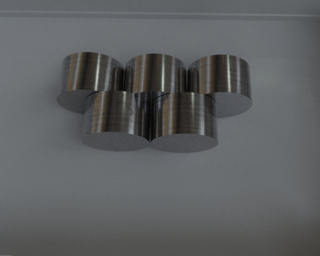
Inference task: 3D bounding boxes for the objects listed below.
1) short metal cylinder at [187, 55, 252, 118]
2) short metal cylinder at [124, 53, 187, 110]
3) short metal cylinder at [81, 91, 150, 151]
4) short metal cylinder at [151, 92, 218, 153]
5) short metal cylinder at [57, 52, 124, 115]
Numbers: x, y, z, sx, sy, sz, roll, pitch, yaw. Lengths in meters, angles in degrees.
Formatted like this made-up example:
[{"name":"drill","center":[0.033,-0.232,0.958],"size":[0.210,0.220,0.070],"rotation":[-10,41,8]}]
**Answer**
[{"name":"short metal cylinder","center":[0.075,-0.051,0.397],"size":[0.080,0.080,0.050],"rotation":[2,70,0]},{"name":"short metal cylinder","center":[-0.006,-0.052,0.397],"size":[0.080,0.080,0.050],"rotation":[1,70,0]},{"name":"short metal cylinder","center":[-0.053,-0.006,0.380],"size":[0.080,0.080,0.050],"rotation":[1,70,0]},{"name":"short metal cylinder","center":[0.029,-0.004,0.380],"size":[0.080,0.080,0.050],"rotation":[1,70,0]},{"name":"short metal cylinder","center":[-0.087,-0.054,0.398],"size":[0.080,0.080,0.050],"rotation":[1,70,0]}]
